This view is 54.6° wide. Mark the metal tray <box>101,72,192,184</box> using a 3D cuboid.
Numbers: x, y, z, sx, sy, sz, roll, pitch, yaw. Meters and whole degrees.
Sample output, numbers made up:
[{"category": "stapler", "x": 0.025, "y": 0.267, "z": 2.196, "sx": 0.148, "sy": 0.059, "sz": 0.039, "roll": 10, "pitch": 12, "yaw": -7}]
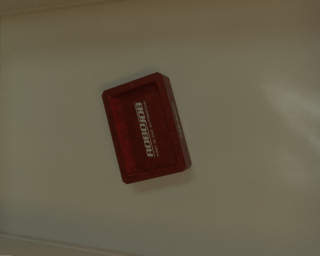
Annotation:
[{"category": "metal tray", "x": -0.019, "y": 0.002, "z": 0.414, "sx": 0.090, "sy": 0.030, "sz": 0.129, "roll": -16, "pitch": 85, "yaw": 19}]
